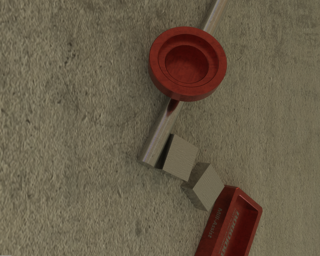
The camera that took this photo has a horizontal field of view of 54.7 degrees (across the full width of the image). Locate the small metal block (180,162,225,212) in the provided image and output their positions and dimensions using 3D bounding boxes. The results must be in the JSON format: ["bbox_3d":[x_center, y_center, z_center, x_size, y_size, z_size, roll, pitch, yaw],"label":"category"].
[{"bbox_3d":[0.064,0.087,0.461,0.050,0.025,0.050,-49,119,-29],"label":"small metal block"}]

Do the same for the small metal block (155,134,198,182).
[{"bbox_3d":[0.021,0.041,0.424,0.050,0.025,0.050,31,71,-36],"label":"small metal block"}]

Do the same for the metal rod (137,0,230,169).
[{"bbox_3d":[0.042,-0.082,0.441,0.025,0.025,0.300,39,66,-34],"label":"metal rod"}]

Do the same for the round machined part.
[{"bbox_3d":[0.033,-0.079,0.403,0.099,0.042,0.098,2,72,-6],"label":"round machined part"}]

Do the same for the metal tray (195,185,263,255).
[{"bbox_3d":[0.114,0.169,0.500,0.090,0.030,0.130,41,65,-33],"label":"metal tray"}]
